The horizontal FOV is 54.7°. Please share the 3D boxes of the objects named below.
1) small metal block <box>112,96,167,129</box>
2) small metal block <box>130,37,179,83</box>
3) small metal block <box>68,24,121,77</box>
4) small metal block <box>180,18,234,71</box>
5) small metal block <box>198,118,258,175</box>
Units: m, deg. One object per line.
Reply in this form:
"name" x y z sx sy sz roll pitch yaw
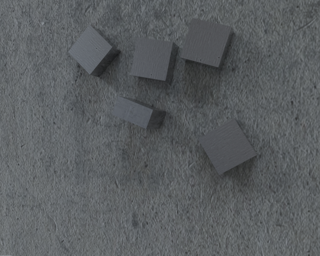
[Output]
"small metal block" -0.026 -0.020 0.405 0.050 0.050 0.025 23 98 18
"small metal block" -0.007 -0.089 0.411 0.050 0.025 0.050 13 94 19
"small metal block" -0.093 -0.109 0.442 0.050 0.025 0.050 46 104 14
"small metal block" 0.059 -0.104 0.388 0.050 0.025 0.050 19 96 19
"small metal block" 0.083 0.022 0.379 0.050 0.025 0.050 -32 80 17
